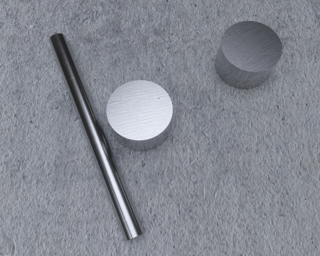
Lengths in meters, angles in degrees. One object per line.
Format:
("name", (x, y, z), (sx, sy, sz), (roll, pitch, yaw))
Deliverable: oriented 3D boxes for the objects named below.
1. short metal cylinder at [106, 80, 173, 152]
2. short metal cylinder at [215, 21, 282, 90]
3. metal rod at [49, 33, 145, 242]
("short metal cylinder", (-0.025, -0.015, 0.400), (0.081, 0.050, 0.080), (0, 70, 0))
("short metal cylinder", (0.122, -0.101, 0.433), (0.081, 0.050, 0.080), (0, 70, 0))
("metal rod", (-0.089, -0.001, 0.407), (0.025, 0.025, 0.299), (-22, 72, -8))
